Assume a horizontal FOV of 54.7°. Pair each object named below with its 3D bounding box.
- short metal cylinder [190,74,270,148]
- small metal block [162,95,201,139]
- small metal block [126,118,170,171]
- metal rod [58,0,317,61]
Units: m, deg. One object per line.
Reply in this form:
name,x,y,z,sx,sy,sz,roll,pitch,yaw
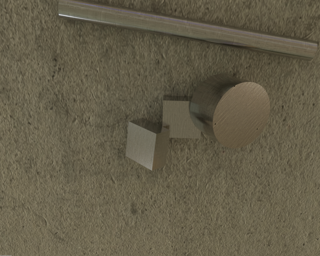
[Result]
short metal cylinder,0.084,-0.022,0.375,0.081,0.050,0.079,-9,113,-23
small metal block,0.028,-0.015,0.405,0.050,0.025,0.050,2,110,-1
small metal block,-0.017,0.020,0.402,0.050,0.025,0.050,24,116,38
metal rod,0.036,-0.117,0.367,0.302,0.025,0.025,9,110,-4
